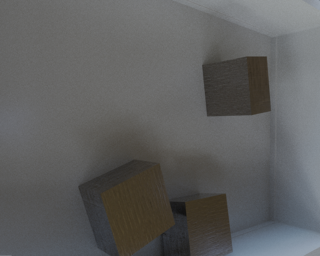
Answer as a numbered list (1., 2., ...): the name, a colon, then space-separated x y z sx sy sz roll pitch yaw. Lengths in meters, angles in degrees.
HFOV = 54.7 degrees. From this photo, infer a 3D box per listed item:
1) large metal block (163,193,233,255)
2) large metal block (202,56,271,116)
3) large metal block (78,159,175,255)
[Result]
1. large metal block: 0.050 0.135 0.424 0.081 0.050 0.080 0 81 -40
2. large metal block: 0.114 -0.061 0.466 0.050 0.080 0.079 -11 97 -40
3. large metal block: -0.037 0.091 0.360 0.081 0.050 0.080 -23 105 -38
